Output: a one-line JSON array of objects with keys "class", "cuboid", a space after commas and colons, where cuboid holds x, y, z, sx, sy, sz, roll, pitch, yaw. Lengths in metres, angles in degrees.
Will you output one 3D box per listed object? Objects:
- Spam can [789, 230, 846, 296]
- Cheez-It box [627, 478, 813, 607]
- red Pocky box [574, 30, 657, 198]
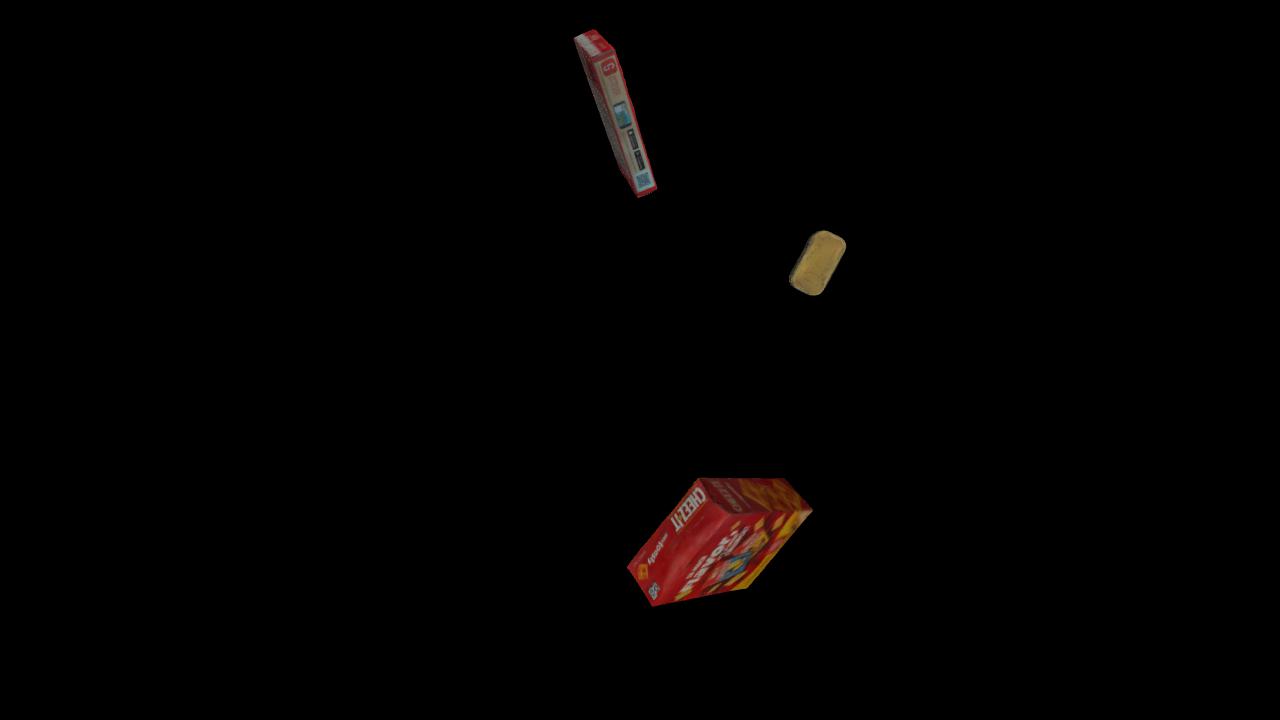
[{"class": "Spam can", "cuboid": [0.278, -0.152, 0.966, 0.058, 0.101, 0.085, 27, 13, 8]}, {"class": "Cheez-It box", "cuboid": [0.112, 0.237, 0.818, 0.223, 0.166, 0.071, 13, 27, -48]}, {"class": "red Pocky box", "cuboid": [-0.024, -0.257, 0.648, 0.028, 0.155, 0.083, -24, 44, -1]}]
